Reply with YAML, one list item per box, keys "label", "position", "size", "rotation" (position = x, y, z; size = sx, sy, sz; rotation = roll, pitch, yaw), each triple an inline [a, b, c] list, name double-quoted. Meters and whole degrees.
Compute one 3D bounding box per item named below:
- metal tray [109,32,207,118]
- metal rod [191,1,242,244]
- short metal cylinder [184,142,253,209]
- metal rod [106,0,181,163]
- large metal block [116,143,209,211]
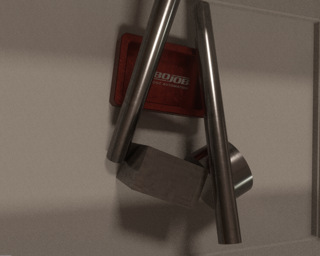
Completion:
- label: "metal tray"
  position: [0.005, -0.065, 0.410]
  size: [0.131, 0.030, 0.089]
  rotation: [7, 88, -20]
- label: "metal rod"
  position: [0.065, -0.019, 0.376]
  size: [0.025, 0.025, 0.299]
  rotation: [2, 73, -20]
- label: "short metal cylinder"
  position: [0.075, 0.061, 0.411]
  size: [0.050, 0.080, 0.080]
  rotation: [-27, 100, -18]
- label: "metal rod"
  position: [-0.007, -0.091, 0.335]
  size: [0.025, 0.025, 0.298]
  rotation: [12, 115, -20]
- label: "large metal block"
  position: [0.000, 0.057, 0.382]
  size: [0.080, 0.080, 0.050]
  rotation: [23, 82, -19]
